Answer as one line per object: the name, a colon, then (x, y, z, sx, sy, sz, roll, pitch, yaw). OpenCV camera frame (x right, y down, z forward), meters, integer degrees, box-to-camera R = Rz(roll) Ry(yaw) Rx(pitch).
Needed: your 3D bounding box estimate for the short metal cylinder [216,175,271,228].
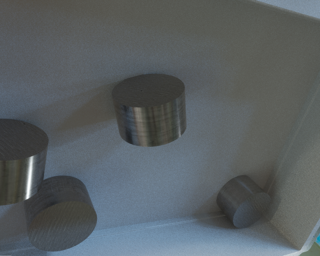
short metal cylinder: (0.150, 0.133, 0.560, 0.081, 0.050, 0.079, -14, 125, -21)

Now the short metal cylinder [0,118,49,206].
short metal cylinder: (-0.156, 0.031, 0.307, 0.081, 0.080, 0.050, 2, 118, -30)

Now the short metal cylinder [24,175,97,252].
short metal cylinder: (-0.126, 0.107, 0.391, 0.081, 0.050, 0.079, -14, 125, -21)

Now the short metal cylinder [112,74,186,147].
short metal cylinder: (-0.011, -0.023, 0.355, 0.081, 0.080, 0.050, -18, 126, -18)
